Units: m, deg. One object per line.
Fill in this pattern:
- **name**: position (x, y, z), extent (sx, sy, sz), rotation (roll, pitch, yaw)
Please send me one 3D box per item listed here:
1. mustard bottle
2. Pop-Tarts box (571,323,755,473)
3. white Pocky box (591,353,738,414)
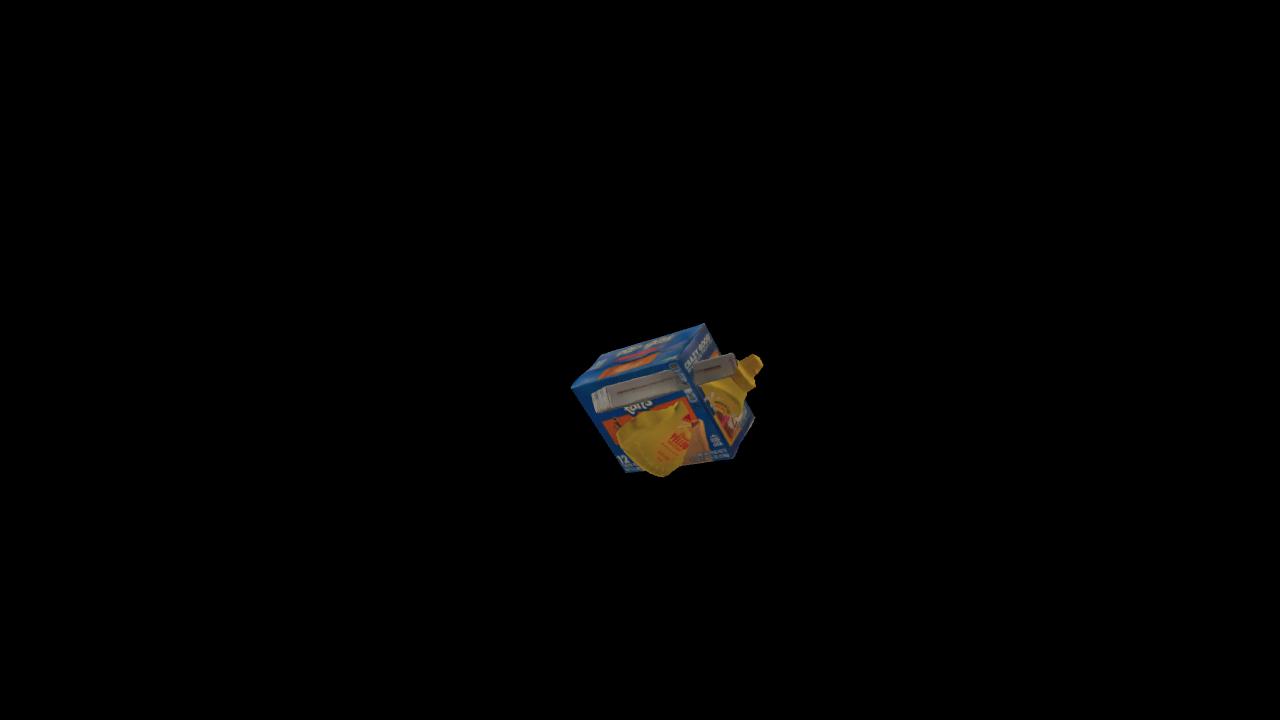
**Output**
- **mustard bottle**: position (0.067, 0.056, 0.710), extent (0.092, 0.184, 0.054), rotation (42, 15, -31)
- **Pop-Tarts box**: position (0.027, 0.052, 0.747), extent (0.167, 0.141, 0.083), rotation (-16, 23, 37)
- **white Pocky box**: position (0.027, 0.028, 0.696), extent (0.154, 0.028, 0.084), rotation (-14, -6, -17)
